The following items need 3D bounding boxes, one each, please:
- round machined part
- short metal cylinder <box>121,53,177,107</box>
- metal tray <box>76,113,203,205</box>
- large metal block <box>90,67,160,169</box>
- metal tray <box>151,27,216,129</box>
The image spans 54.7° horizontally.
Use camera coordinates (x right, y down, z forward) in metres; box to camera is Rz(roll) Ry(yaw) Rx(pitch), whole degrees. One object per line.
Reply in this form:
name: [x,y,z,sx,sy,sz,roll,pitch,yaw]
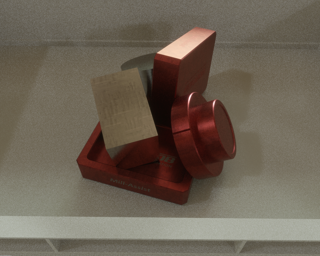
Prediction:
round machined part: [0.054,0.006,0.347,0.042,0.098,0.098,-17,45,26]
short metal cylinder: [-0.008,-0.068,0.425,0.080,0.050,0.080,-10,27,5]
metal tray: [-0.020,0.031,0.373,0.131,0.030,0.090,13,51,11]
large metal block: [-0.036,-0.006,0.342,0.050,0.080,0.080,-15,68,-5]
metal tray: [0.032,-0.069,0.399,0.030,0.089,0.131,19,37,19]
